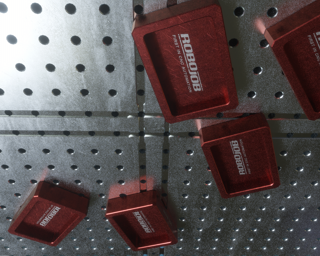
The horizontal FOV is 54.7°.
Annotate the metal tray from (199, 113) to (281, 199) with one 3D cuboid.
[{"bbox_3d":[0.118,0.045,0.448,0.090,0.030,0.130,-16,129,13],"label":"metal tray"}]

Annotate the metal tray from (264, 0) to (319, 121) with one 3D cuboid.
[{"bbox_3d":[0.187,-0.076,0.346,0.090,0.030,0.130,-29,125,22],"label":"metal tray"}]

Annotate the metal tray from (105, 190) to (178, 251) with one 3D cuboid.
[{"bbox_3d":[-0.029,0.169,0.551,0.090,0.030,0.130,-15,129,12],"label":"metal tray"}]

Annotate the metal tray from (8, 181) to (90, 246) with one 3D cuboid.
[{"bbox_3d":[-0.193,0.152,0.535,0.090,0.030,0.129,29,124,-23],"label":"metal tray"}]

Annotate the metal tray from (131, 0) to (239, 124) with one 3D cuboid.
[{"bbox_3d":[0.032,-0.070,0.349,0.090,0.030,0.129,-14,129,11],"label":"metal tray"}]
